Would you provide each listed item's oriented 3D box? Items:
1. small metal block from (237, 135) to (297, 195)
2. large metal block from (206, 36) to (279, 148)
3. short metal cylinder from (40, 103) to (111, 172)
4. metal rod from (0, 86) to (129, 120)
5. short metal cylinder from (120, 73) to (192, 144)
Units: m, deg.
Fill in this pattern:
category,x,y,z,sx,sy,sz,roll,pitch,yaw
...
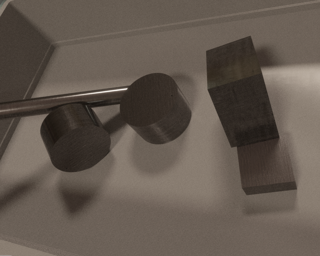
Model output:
category,x,y,z,sx,sy,sz,roll,pitch,yaw
small metal block,0.110,0.039,0.323,0.050,0.025,0.050,-12,57,21
large metal block,0.087,-0.039,0.334,0.050,0.080,0.080,-16,36,19
short metal cylinder,-0.114,0.014,0.420,0.080,0.080,0.050,-40,51,1
metal rod,-0.169,-0.031,0.439,0.302,0.025,0.025,-8,55,-4
short metal cylinder,-0.005,-0.025,0.406,0.080,0.050,0.080,-13,56,20
